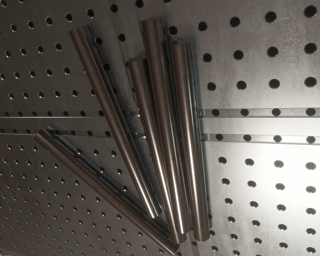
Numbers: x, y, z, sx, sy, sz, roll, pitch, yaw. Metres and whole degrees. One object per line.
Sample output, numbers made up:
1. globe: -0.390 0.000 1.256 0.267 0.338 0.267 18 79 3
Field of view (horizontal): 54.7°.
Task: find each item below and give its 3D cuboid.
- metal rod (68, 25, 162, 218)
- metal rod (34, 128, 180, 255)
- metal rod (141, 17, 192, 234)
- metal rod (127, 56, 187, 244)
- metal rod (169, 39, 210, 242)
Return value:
1. metal rod: -0.056 0.006 0.442 0.025 0.025 0.298 -6 116 31
2. metal rod: -0.088 0.107 0.521 0.300 0.025 0.025 40 129 0
3. metal rod: 0.013 0.014 0.401 0.025 0.025 0.298 3 117 26
4. metal rod: 0.002 0.047 0.437 0.025 0.025 0.298 2 119 27
5. metal rod: 0.044 0.035 0.408 0.025 0.025 0.298 5 121 25
